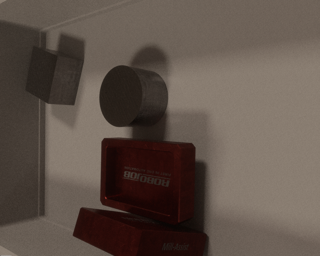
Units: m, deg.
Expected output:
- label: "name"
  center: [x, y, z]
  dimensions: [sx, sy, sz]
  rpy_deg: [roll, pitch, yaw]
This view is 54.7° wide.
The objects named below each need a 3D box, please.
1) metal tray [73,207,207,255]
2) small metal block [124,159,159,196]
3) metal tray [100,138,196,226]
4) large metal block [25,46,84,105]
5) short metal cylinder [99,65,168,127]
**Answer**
- label: "metal tray"
  center: [-0.018, 0.120, 0.349]
  dimensions: [0.090, 0.131, 0.030]
  rpy_deg: [5, 76, 39]
- label: "small metal block"
  center: [-0.018, 0.064, 0.420]
  dimensions: [0.050, 0.025, 0.050]
  rpy_deg: [48, 118, 29]
- label: "metal tray"
  center: [-0.020, 0.060, 0.385]
  dimensions: [0.130, 0.030, 0.089]
  rpy_deg: [2, 91, 39]
- label: "large metal block"
  center: [-0.185, -0.091, 0.540]
  dimensions: [0.080, 0.050, 0.079]
  rpy_deg: [26, 106, 36]
- label: "short metal cylinder"
  center: [-0.036, -0.041, 0.418]
  dimensions: [0.080, 0.050, 0.079]
  rpy_deg: [0, 90, 39]
